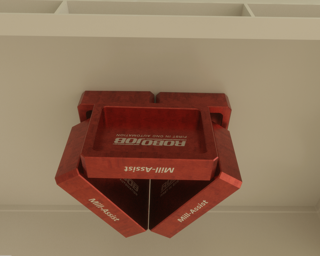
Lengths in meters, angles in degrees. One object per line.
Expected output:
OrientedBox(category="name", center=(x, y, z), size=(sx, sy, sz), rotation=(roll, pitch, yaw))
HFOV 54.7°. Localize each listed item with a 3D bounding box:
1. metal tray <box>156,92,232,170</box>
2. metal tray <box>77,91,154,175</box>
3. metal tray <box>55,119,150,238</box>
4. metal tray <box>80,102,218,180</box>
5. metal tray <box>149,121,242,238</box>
OrientedBox(category="metal tray", center=(0.039, 0.015, 0.417), size=(0.091, 0.030, 0.129), rotation=(1, 129, -1))
OrientedBox(category="metal tray", center=(-0.053, 0.013, 0.415), size=(0.091, 0.030, 0.129), rotation=(0, 129, 0))
OrientedBox(category="metal tray", center=(-0.061, 0.061, 0.376), size=(0.030, 0.090, 0.130), rotation=(-25, 126, 20))
OrientedBox(category="metal tray", center=(-0.010, 0.011, 0.333), size=(0.131, 0.090, 0.030), rotation=(2, 130, -1))
OrientedBox(category="metal tray", center=(0.036, 0.064, 0.378), size=(0.030, 0.090, 0.129), rotation=(29, 125, -22))
